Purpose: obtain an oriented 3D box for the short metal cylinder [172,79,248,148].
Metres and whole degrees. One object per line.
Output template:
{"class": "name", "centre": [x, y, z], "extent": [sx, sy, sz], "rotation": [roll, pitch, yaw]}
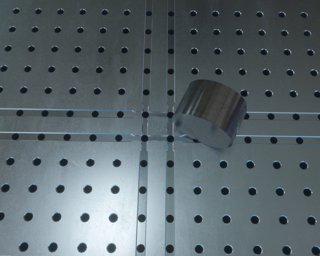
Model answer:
{"class": "short metal cylinder", "centre": [0.062, -0.016, 0.389], "extent": [0.080, 0.080, 0.050], "rotation": [25, 72, 9]}
